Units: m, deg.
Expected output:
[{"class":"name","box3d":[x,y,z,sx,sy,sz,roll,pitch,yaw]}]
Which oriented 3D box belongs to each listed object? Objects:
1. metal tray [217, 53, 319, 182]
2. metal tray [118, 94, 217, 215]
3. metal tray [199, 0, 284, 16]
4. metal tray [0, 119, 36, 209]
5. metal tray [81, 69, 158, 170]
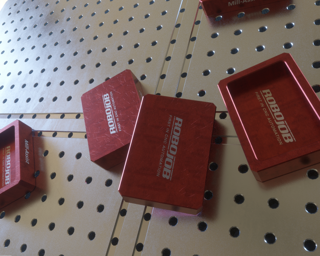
[{"class":"metal tray","box3d":[0.127,-0.016,0.347,0.090,0.030,0.130,-23,53,14]},{"class":"metal tray","box3d":[0.012,0.027,0.362,0.090,0.030,0.130,9,64,7]},{"class":"metal tray","box3d":[0.132,-0.227,0.476,0.130,0.030,0.090,-3,60,27]},{"class":"metal tray","box3d":[-0.251,0.059,0.502,0.090,0.030,0.130,-29,52,9]},{"class":"metal tray","box3d":[-0.062,-0.016,0.449,0.090,0.030,0.130,-27,52,11]}]
